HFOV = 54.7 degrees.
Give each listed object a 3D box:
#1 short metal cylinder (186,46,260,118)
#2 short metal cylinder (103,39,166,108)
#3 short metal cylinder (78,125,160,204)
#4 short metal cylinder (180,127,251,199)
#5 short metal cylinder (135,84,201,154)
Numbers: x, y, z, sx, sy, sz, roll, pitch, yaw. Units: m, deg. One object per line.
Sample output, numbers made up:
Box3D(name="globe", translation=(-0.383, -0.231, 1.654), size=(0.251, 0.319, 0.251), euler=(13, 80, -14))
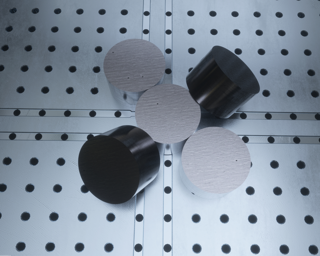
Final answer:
Box3D(name="short metal cylinder", translation=(0.081, -0.059, 0.399), size=(0.080, 0.050, 0.080), euler=(26, 40, -24))
Box3D(name="short metal cylinder", translation=(-0.033, -0.074, 0.425), size=(0.081, 0.050, 0.080), euler=(0, 70, 0))
Box3D(name="short metal cylinder", translation=(-0.047, 0.041, 0.361), size=(0.080, 0.050, 0.079), euler=(7, 106, 24))
Box3D(name="short metal cylinder", translation=(0.065, 0.044, 0.383), size=(0.081, 0.050, 0.080), euler=(0, 70, 0))
Box3D(name="short metal cylinder", translation=(0.010, -0.010, 0.402), size=(0.081, 0.050, 0.080), euler=(0, 70, 0))
